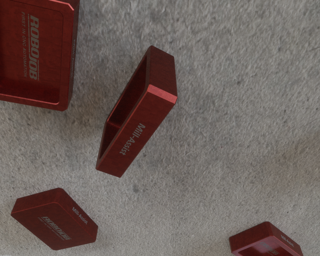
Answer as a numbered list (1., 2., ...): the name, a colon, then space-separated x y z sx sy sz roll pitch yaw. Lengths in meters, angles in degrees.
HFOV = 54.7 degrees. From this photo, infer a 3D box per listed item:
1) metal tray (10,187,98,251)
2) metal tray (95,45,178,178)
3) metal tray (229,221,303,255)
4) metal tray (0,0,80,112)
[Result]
1. metal tray: -0.179 0.163 0.540 0.090 0.030 0.130 -17 129 13
2. metal tray: -0.028 -0.017 0.349 0.030 0.090 0.129 23 126 -19
3. metal tray: 0.210 0.239 0.610 0.090 0.030 0.130 -36 122 26
4. metal tray: -0.139 -0.083 0.330 0.091 0.030 0.129 10 129 -9
